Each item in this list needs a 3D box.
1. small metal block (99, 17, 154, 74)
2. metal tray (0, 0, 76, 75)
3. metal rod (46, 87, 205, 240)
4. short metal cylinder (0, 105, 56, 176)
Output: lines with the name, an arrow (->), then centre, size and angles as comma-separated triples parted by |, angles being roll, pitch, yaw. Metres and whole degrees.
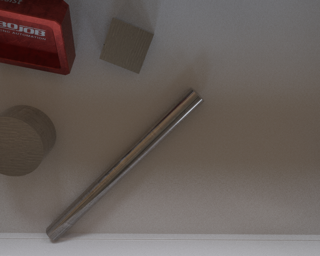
small metal block -> -0.040, -0.100, 0.374 | 0.050, 0.025, 0.050 | 20, 109, -8
metal tray -> -0.165, -0.107, 0.338 | 0.131, 0.030, 0.090 | 10, 153, -5
metal rod -> -0.056, 0.058, 0.431 | 0.025, 0.025, 0.299 | 42, 104, -14
short metal cylinder -> -0.183, 0.015, 0.401 | 0.081, 0.050, 0.079 | 0, 110, -1
